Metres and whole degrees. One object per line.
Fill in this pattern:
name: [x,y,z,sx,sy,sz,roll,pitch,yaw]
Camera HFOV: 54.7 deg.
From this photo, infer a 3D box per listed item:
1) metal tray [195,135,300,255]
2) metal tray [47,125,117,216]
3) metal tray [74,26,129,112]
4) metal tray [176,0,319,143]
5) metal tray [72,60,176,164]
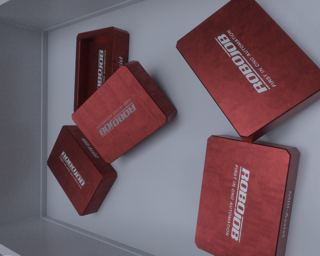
metal tray: [0.089,0.077,0.330,0.090,0.030,0.129,11,97,39]
metal tray: [-0.134,0.067,0.514,0.130,0.030,0.089,45,117,30]
metal tray: [-0.093,-0.083,0.480,0.090,0.030,0.129,5,93,40]
metal tray: [0.087,-0.062,0.312,0.090,0.030,0.130,-36,67,11]
metal tray: [-0.053,-0.018,0.424,0.130,0.030,0.090,-36,93,34]
